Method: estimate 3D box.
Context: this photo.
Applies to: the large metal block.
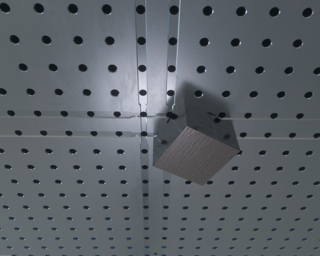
[{"bbox_3d":[0.046,0.023,0.415,0.080,0.050,0.080,24,126,-20],"label":"large metal block"}]
